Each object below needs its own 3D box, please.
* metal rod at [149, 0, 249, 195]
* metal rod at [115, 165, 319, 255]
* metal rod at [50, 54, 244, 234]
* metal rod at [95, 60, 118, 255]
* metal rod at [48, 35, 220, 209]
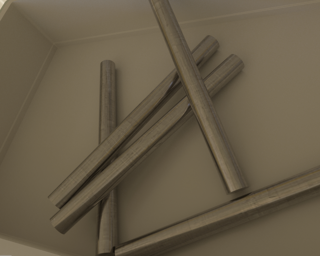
[{"bbox_3d":[0.036,-0.066,0.378,0.025,0.025,0.299,-25,68,13],"label":"metal rod"},{"bbox_3d":[0.090,0.079,0.309,0.300,0.025,0.025,-25,53,12],"label":"metal rod"},{"bbox_3d":[-0.008,0.013,0.381,0.301,0.025,0.025,-42,51,-10],"label":"metal rod"},{"bbox_3d":[-0.073,0.019,0.432,0.025,0.025,0.299,-18,54,18],"label":"metal rod"},{"bbox_3d":[-0.025,-0.016,0.407,0.025,0.025,0.301,32,73,38],"label":"metal rod"}]
